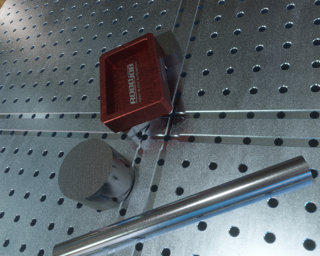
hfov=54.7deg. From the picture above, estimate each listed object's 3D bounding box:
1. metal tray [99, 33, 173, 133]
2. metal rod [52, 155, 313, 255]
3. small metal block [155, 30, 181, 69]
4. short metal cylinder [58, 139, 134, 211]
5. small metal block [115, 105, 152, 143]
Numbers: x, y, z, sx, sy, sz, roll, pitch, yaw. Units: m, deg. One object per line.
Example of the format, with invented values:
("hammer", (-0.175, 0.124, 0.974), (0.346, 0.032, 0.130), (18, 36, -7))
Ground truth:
("metal tray", (-0.038, -0.065, 0.432), (0.090, 0.030, 0.130), (-20, 54, 16))
("metal rod", (0.012, 0.096, 0.342), (0.300, 0.025, 0.025), (-23, 53, 14))
("small metal block", (0.002, -0.117, 0.479), (0.050, 0.025, 0.050), (-19, 54, 17))
("short metal cylinder", (-0.081, 0.060, 0.398), (0.080, 0.050, 0.080), (-13, 56, 21))
("small metal block", (-0.042, -0.015, 0.440), (0.050, 0.025, 0.050), (28, 77, 37))
